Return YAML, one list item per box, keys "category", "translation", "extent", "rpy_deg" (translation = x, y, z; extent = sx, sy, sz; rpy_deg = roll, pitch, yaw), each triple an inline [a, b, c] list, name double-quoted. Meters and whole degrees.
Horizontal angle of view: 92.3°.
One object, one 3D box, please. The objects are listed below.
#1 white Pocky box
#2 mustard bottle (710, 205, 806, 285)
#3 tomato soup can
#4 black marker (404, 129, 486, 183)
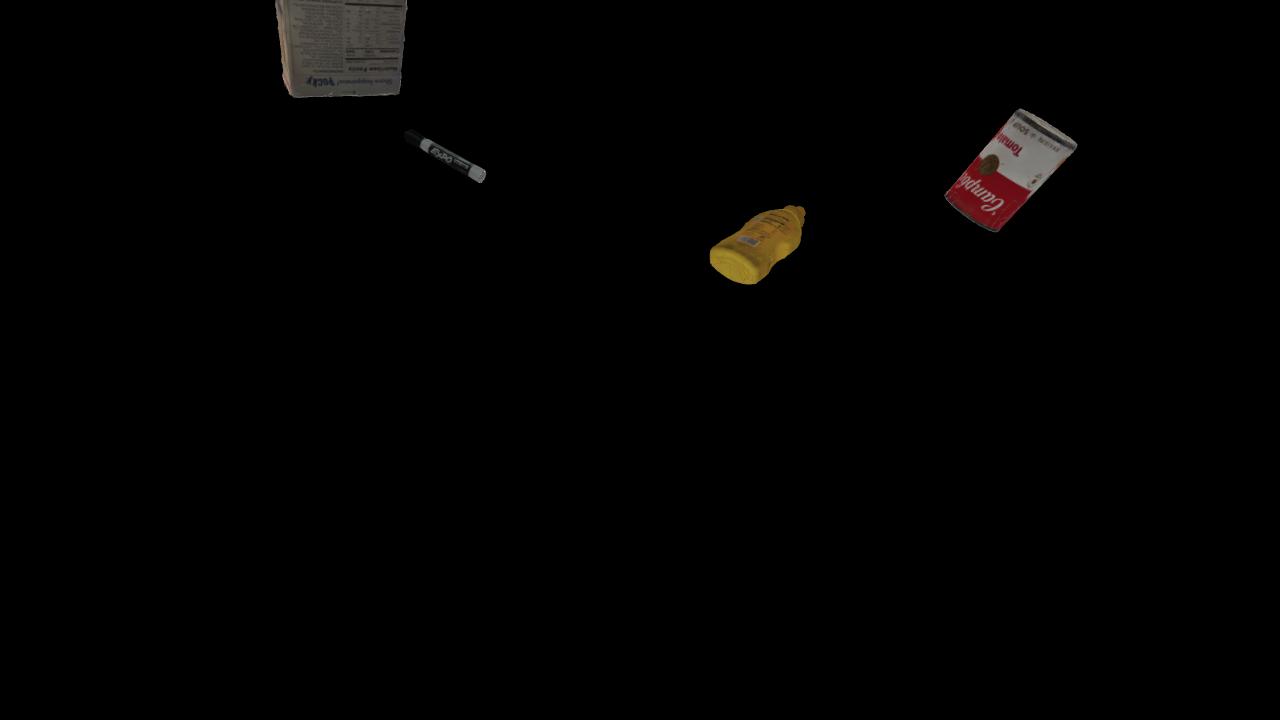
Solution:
- category: "white Pocky box"
  translation: [-0.209, -0.255, 0.431]
  extent: [0.084, 0.028, 0.154]
  rpy_deg: [-17, -21, -32]
- category: "mustard bottle"
  translation: [0.197, -0.188, 0.943]
  extent: [0.092, 0.054, 0.184]
  rpy_deg: [26, 54, 37]
- category: "tomato soup can"
  translation: [0.371, -0.189, 0.618]
  extent: [0.068, 0.068, 0.101]
  rpy_deg: [0, -43, -35]
- category: "black marker"
  translation: [-0.259, -0.271, 0.814]
  extent: [0.121, 0.020, 0.020]
  rpy_deg: [30, 3, 5]
